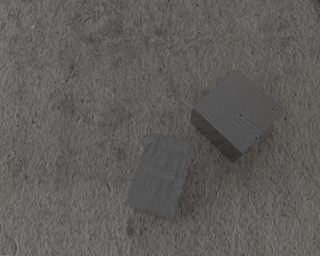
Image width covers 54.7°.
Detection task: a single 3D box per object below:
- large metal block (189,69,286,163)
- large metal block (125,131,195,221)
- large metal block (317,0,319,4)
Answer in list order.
[{"bbox_3d":[0.097,-0.015,0.401,0.080,0.050,0.080,-42,75,-14],"label":"large metal block"},{"bbox_3d":[0.001,0.059,0.357,0.050,0.080,0.080,16,71,6],"label":"large metal block"},{"bbox_3d":[0.286,-0.238,0.468,0.080,0.080,0.050,-28,73,-10],"label":"large metal block"}]
